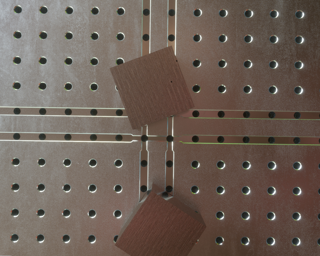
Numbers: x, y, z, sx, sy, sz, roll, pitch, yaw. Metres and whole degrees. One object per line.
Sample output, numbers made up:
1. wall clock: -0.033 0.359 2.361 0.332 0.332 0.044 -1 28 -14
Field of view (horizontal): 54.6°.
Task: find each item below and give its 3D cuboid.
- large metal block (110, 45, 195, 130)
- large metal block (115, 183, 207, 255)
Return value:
1. large metal block: -0.009 -0.049 0.401 0.080 0.050 0.080 -20 90 0
2. large metal block: 0.001 0.131 0.401 0.080 0.050 0.080 34 90 0
